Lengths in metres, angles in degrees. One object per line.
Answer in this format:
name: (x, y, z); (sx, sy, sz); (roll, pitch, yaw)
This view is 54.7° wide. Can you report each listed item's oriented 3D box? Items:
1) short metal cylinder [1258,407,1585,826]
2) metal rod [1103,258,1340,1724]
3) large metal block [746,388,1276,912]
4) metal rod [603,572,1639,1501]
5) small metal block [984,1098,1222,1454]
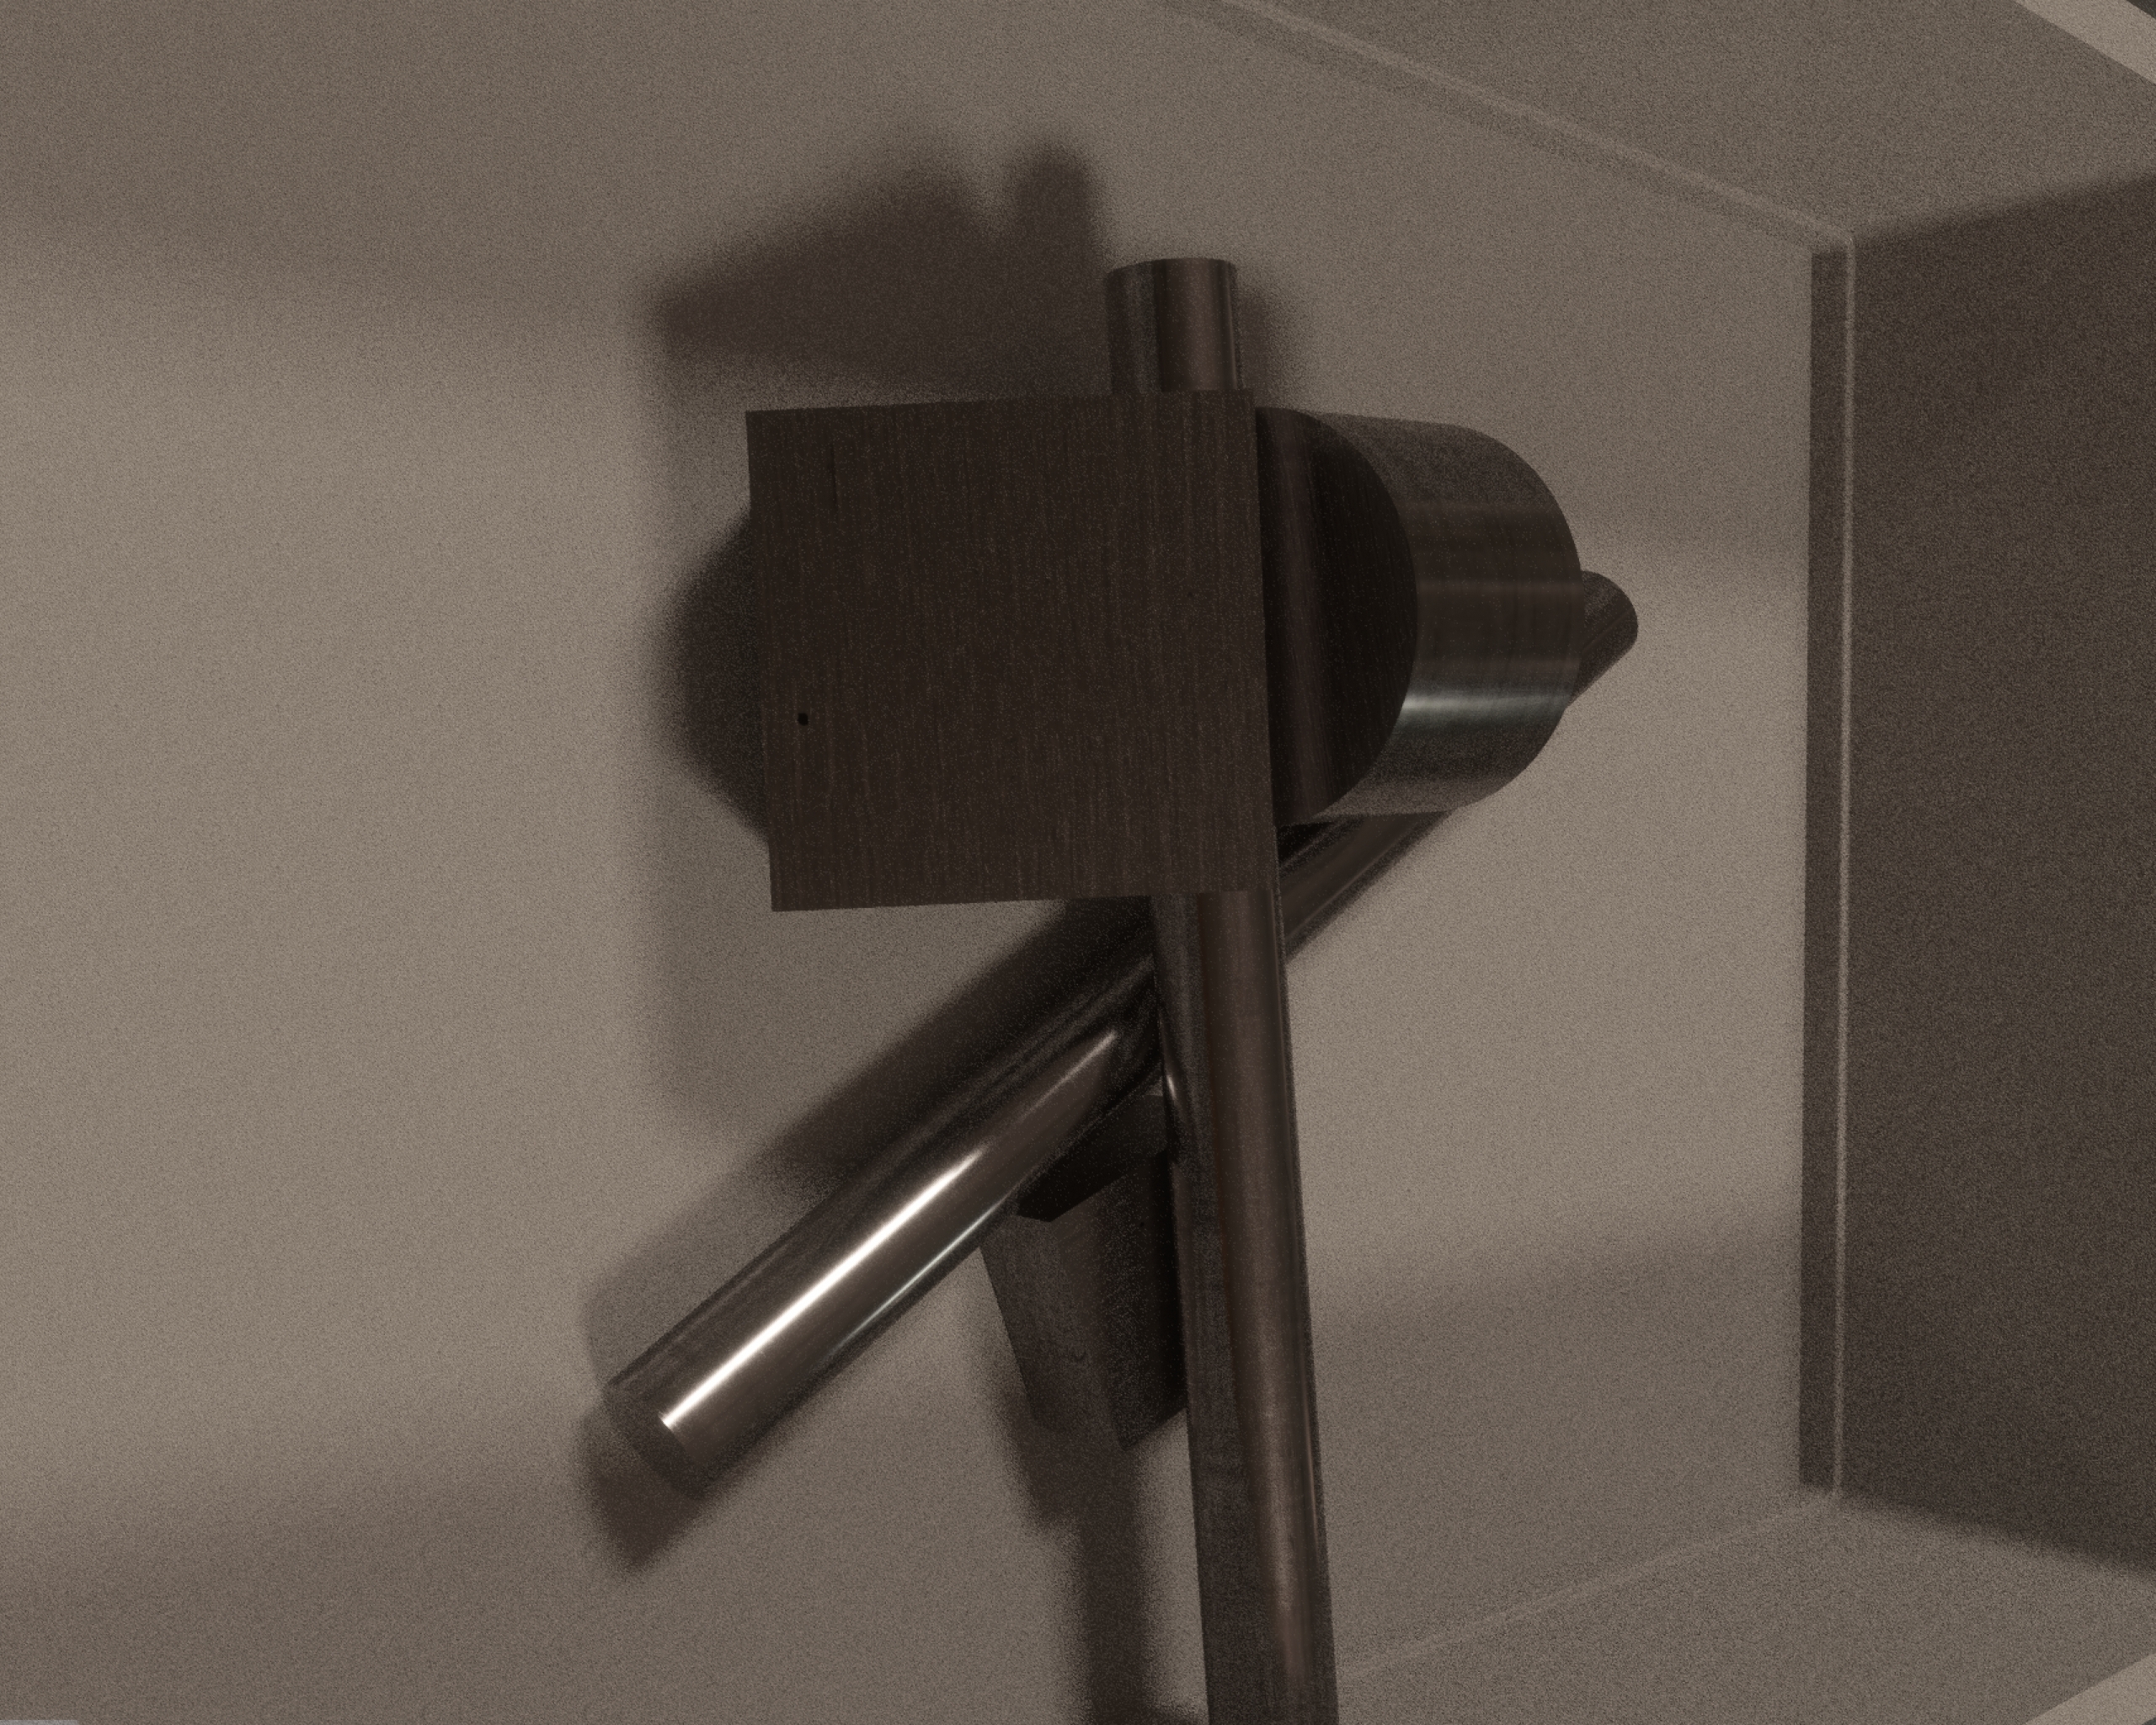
short metal cylinder: (0.052, -0.048, 0.414); (0.050, 0.080, 0.079); (-6, 94, -42)
metal rod: (0.028, 0.038, 0.397); (0.025, 0.025, 0.298); (-6, 93, -40)
large metal block: (-0.010, -0.035, 0.356); (0.081, 0.050, 0.079); (-3, 92, 0)
metal rod: (0.028, 0.018, 0.430); (0.302, 0.025, 0.025); (-39, 114, -33)
small metal block: (0.012, 0.081, 0.417); (0.050, 0.025, 0.050); (-27, 107, -37)
